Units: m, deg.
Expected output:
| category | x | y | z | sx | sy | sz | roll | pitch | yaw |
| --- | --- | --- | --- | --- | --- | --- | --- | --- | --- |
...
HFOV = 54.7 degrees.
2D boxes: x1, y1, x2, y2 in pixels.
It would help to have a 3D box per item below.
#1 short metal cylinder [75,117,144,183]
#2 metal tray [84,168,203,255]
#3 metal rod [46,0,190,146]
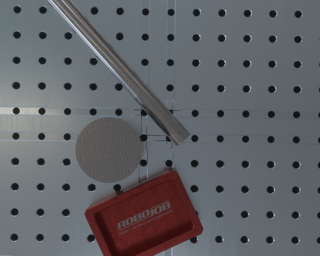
| category | x | y | z | sx | sy | sz | roll | pitch | yaw |
| --- | --- | --- | --- | --- | --- | --- | --- | --- | --- |
| short metal cylinder | -0.062 | 0.027 | 0.400 | 0.081 | 0.050 | 0.079 | 0 | 90 | 0 |
| metal tray | -0.020 | 0.120 | 0.410 | 0.131 | 0.030 | 0.090 | -25 | 90 | 0 |
| metal rod | -0.069 | -0.096 | 0.412 | 0.025 | 0.025 | 0.300 | -42 | 90 | 0 |
